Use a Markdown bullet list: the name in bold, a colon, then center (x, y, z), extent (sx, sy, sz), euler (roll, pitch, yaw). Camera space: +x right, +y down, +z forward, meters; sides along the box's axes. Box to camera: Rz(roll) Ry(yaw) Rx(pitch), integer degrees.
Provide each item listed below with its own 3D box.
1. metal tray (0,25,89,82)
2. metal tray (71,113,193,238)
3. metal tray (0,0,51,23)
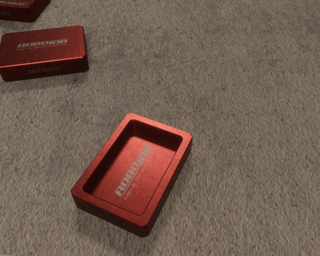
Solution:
- **metal tray**: center (-0.186, -0.122, 0.500), extent (0.131, 0.030, 0.090), euler (-9, 51, -8)
- **metal tray**: center (-0.027, 0.047, 0.359), extent (0.090, 0.030, 0.130), euler (20, 53, 15)
- **metal tray**: center (-0.294, -0.248, 0.604), extent (0.131, 0.030, 0.090), euler (7, 50, 5)
